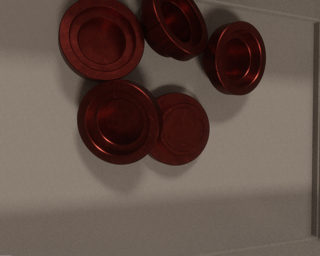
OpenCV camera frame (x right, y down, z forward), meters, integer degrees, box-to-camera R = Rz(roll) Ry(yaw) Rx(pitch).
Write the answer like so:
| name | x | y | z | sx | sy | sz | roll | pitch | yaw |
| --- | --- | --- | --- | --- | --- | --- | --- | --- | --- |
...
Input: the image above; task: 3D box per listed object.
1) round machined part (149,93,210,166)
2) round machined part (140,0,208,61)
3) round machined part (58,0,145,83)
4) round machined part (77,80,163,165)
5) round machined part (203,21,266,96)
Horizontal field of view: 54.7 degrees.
| name | x | y | z | sx | sy | sz | roll | pitch | yaw |
| --- | --- | --- | --- | --- | --- | --- | --- | --- | --- |
| round machined part | 0.023 | 0.001 | 0.411 | 0.099 | 0.042 | 0.097 | 0 | 90 | -21 |
| round machined part | 0.013 | -0.129 | 0.393 | 0.099 | 0.042 | 0.098 | 20 | 60 | -39 |
| round machined part | -0.072 | -0.103 | 0.375 | 0.099 | 0.042 | 0.097 | 0 | 90 | -20 |
| round machined part | -0.044 | -0.009 | 0.370 | 0.098 | 0.042 | 0.097 | 3 | 103 | 13 |
| round machined part | 0.099 | -0.095 | 0.431 | 0.099 | 0.042 | 0.097 | -6 | 100 | -34 |
